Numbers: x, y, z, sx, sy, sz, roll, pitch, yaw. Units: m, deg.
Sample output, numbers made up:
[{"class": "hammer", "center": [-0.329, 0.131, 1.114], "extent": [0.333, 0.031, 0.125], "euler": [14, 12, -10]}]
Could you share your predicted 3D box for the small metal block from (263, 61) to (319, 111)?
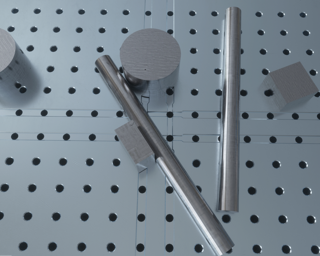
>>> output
[{"class": "small metal block", "center": [0.182, -0.059, 0.434], "extent": [0.050, 0.025, 0.050], "euler": [-21, 72, -8]}]

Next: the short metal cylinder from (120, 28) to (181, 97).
[{"class": "short metal cylinder", "center": [-0.013, -0.090, 0.431], "extent": [0.081, 0.050, 0.080], "euler": [0, 70, 0]}]

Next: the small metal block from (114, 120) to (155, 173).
[{"class": "small metal block", "center": [-0.031, 0.024, 0.389], "extent": [0.025, 0.050, 0.050], "euler": [-31, 73, -10]}]

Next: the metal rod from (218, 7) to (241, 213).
[{"class": "metal rod", "center": [0.097, -0.038, 0.426], "extent": [0.025, 0.025, 0.299], "euler": [5, 70, 2]}]

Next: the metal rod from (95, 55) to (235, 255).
[{"class": "metal rod", "center": [-0.003, 0.023, 0.403], "extent": [0.025, 0.025, 0.299], "euler": [-30, 73, -11]}]

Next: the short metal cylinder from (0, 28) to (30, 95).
[{"class": "short metal cylinder", "center": [-0.231, -0.092, 0.430], "extent": [0.081, 0.050, 0.080], "euler": [0, 70, 0]}]
